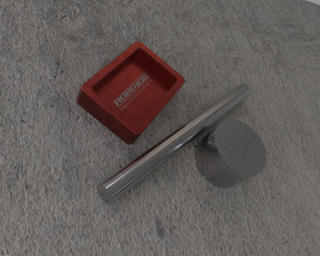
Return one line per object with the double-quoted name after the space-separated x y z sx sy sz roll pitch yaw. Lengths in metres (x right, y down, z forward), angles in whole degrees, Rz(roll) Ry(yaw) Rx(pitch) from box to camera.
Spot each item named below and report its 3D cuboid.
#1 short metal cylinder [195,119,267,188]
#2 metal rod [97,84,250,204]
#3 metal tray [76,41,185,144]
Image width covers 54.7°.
0.094 0.035 0.417 0.081 0.050 0.080 14 56 -21 "short metal cylinder"
0.040 0.005 0.422 0.302 0.025 0.025 -34 81 -38 "metal rod"
-0.034 -0.051 0.413 0.090 0.030 0.131 40 51 -1 "metal tray"
